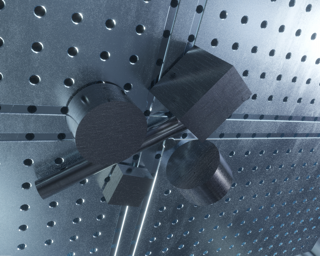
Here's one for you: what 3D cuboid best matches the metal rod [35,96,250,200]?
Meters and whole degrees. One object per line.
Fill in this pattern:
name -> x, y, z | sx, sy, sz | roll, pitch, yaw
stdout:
metal rod -> -0.013, 0.012, 0.407 | 0.302, 0.025, 0.025 | -26, 128, -13

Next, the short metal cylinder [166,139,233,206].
short metal cylinder -> 0.056, 0.063, 0.441 | 0.080, 0.080, 0.050 | -40, 130, -1

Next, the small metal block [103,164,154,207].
small metal block -> -0.044, 0.081, 0.433 | 0.050, 0.025, 0.050 | 16, 110, -35

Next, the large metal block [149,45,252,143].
large metal block -> 0.046, -0.043, 0.370 | 0.080, 0.080, 0.050 | -45, 129, 3

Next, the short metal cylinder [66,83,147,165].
short metal cylinder -> -0.061, -0.005, 0.354 | 0.081, 0.050, 0.079 | -14, 124, -21
